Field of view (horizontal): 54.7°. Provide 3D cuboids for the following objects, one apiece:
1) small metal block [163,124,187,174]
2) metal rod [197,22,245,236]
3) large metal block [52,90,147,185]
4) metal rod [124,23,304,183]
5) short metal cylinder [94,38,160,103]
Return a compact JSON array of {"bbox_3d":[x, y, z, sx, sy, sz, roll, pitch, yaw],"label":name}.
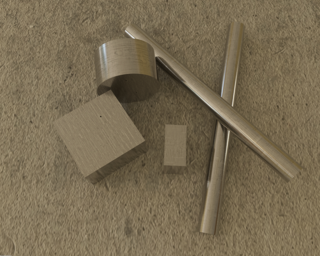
[{"bbox_3d":[0.018,0.028,0.385,0.025,0.050,0.050,3,70,1],"label":"small metal block"},{"bbox_3d":[0.085,-0.014,0.414,0.025,0.025,0.299,11,70,3],"label":"metal rod"},{"bbox_3d":[-0.073,0.012,0.389,0.080,0.050,0.080,-32,73,-11],"label":"large metal block"},{"bbox_3d":[0.054,-0.046,0.404,0.025,0.025,0.300,-39,67,-13],"label":"metal rod"},{"bbox_3d":[-0.043,-0.072,0.405,0.081,0.080,0.050,-8,71,-3],"label":"short metal cylinder"}]
